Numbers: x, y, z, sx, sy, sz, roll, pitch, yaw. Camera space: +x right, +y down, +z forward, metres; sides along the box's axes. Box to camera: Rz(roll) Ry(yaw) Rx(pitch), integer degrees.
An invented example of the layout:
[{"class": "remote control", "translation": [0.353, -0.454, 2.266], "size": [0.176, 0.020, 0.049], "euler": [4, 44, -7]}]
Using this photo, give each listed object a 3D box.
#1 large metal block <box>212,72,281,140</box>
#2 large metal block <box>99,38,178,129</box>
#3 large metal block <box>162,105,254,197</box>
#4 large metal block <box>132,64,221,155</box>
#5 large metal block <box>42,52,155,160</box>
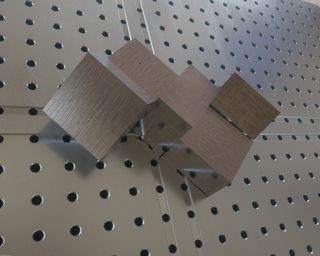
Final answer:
[{"class": "large metal block", "translation": [0.116, -0.034, 0.448], "size": [0.080, 0.050, 0.080], "euler": [42, 11, 0]}, {"class": "large metal block", "translation": [-0.035, -0.059, 0.409], "size": [0.080, 0.050, 0.080], "euler": [42, 52, -1]}, {"class": "large metal block", "translation": [0.064, 0.028, 0.409], "size": [0.080, 0.050, 0.080], "euler": [41, 51, 1]}, {"class": "large metal block", "translation": [0.020, -0.023, 0.396], "size": [0.050, 0.080, 0.080], "euler": [42, 51, -2]}, {"class": "large metal block", "translation": [-0.065, -0.025, 0.344], "size": [0.080, 0.080, 0.050], "euler": [42, 12, 0]}]
